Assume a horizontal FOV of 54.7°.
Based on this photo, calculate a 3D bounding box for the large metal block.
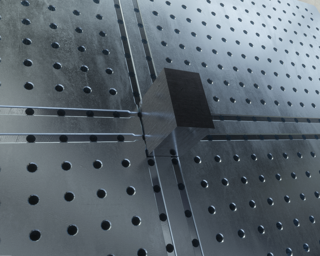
[{"bbox_3d":[0.017,-0.017,0.393,0.050,0.080,0.080,3,60,-27],"label":"large metal block"}]
